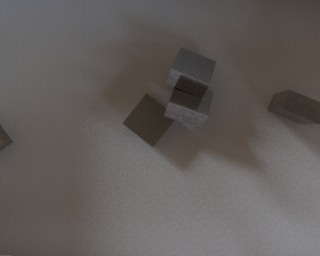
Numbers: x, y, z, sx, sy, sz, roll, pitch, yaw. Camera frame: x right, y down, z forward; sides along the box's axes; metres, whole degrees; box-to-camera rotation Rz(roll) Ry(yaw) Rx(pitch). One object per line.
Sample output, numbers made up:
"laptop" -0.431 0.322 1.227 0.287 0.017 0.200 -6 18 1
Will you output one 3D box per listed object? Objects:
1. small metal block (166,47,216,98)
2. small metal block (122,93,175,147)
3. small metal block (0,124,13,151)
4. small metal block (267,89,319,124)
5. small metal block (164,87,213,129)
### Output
"small metal block" 0.041 -0.072 0.398 0.050 0.025 0.050 22 48 -1
"small metal block" -0.013 -0.010 0.411 0.050 0.025 0.050 38 90 -1
"small metal block" -0.235 0.013 0.408 0.050 0.025 0.050 -36 90 0
"small metal block" 0.176 -0.026 0.401 0.050 0.050 0.025 23 90 -1
"small metal block" 0.038 -0.032 0.398 0.050 0.025 0.050 20 46 -1
